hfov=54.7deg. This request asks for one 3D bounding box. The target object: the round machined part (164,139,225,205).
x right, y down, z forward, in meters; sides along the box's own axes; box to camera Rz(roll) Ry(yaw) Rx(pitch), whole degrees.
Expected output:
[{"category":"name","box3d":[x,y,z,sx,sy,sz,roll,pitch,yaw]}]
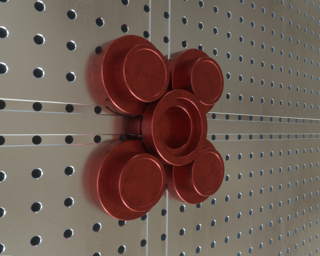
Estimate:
[{"category":"round machined part","box3d":[0.055,0.061,0.446,0.099,0.042,0.097,0,90,-40]}]

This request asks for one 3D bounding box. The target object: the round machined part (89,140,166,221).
[{"category":"round machined part","box3d":[-0.031,0.063,0.374,0.099,0.042,0.097,0,90,-40]}]

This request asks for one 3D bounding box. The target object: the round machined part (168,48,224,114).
[{"category":"round machined part","box3d":[0.054,-0.065,0.445,0.099,0.042,0.097,0,90,-40]}]

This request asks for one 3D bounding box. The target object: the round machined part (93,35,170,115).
[{"category":"round machined part","box3d":[-0.027,-0.064,0.376,0.099,0.042,0.097,0,90,-40]}]

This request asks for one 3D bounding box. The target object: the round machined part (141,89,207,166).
[{"category":"round machined part","box3d":[0.015,-0.001,0.410,0.099,0.042,0.097,0,90,-40]}]
